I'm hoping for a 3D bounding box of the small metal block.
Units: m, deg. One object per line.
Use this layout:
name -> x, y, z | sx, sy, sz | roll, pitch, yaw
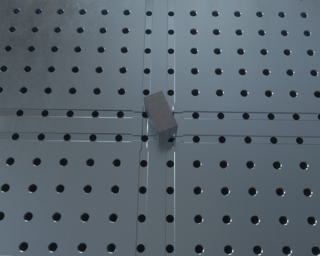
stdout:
small metal block -> 0.001, -0.012, 0.403 | 0.025, 0.050, 0.050 | -21, 72, -7
